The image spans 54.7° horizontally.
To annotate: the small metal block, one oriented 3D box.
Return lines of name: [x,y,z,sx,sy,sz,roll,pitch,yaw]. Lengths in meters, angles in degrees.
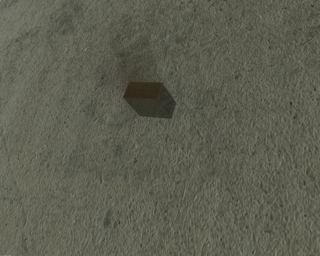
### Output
small metal block: [-0.013,-0.037,0.417,0.050,0.050,0.025,6,65,30]
